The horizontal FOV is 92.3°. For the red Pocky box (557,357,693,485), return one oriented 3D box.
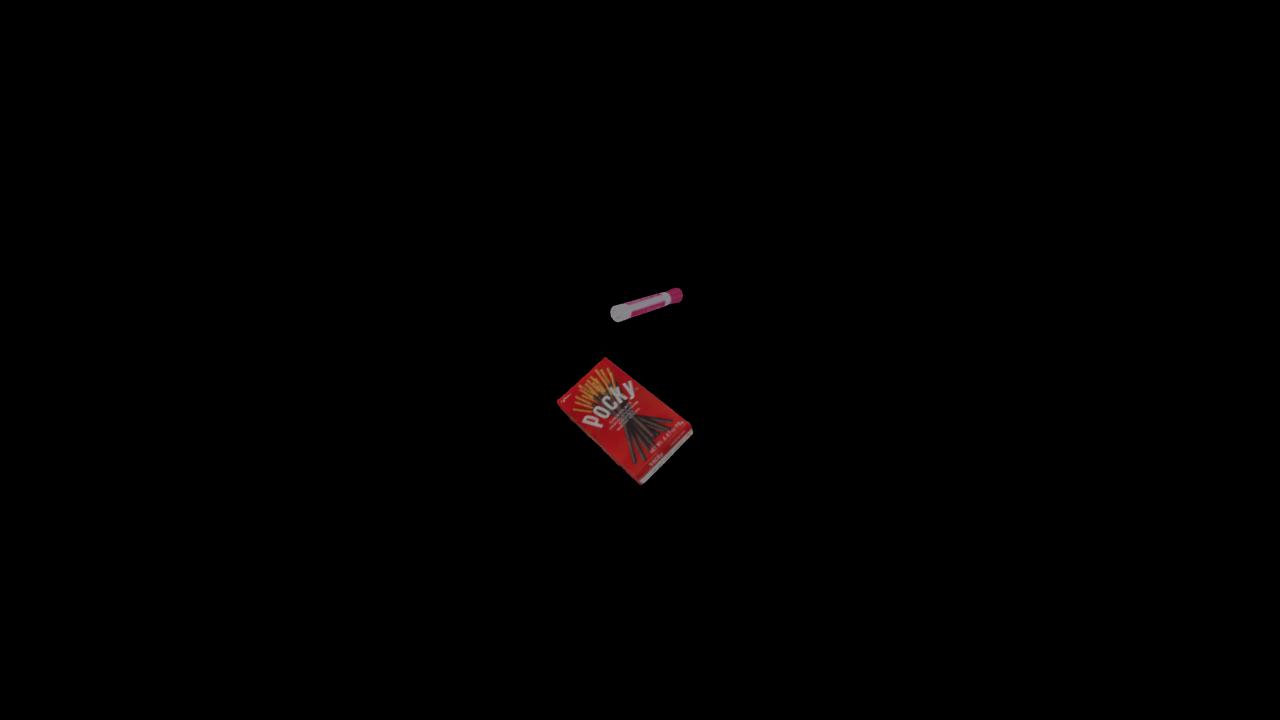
[{"bbox_3d":[-0.021,0.064,0.693,0.155,0.083,0.028,36,-14,40],"label":"red Pocky box"}]

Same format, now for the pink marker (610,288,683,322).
[{"bbox_3d":[0.012,-0.066,0.716,0.020,0.020,0.121,0,15,40],"label":"pink marker"}]
